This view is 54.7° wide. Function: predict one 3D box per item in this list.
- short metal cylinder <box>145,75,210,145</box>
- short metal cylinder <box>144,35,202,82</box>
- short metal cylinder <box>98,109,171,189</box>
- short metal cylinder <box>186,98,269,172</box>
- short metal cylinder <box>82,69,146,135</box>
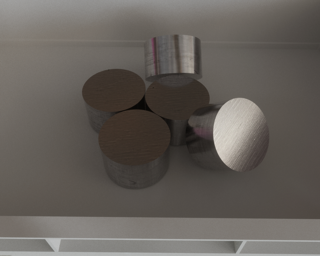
[{"bbox_3d":[0.022,-0.024,0.407,0.081,0.050,0.080,0,50,0],"label":"short metal cylinder"},{"bbox_3d":[0.019,-0.095,0.438,0.081,0.080,0.050,-2,89,-2],"label":"short metal cylinder"},{"bbox_3d":[-0.028,0.024,0.366,0.081,0.050,0.080,0,50,0],"label":"short metal cylinder"},{"bbox_3d":[0.077,0.009,0.354,0.081,0.050,0.080,3,85,-29],"label":"short metal cylinder"},{"bbox_3d":[-0.059,-0.034,0.414,0.081,0.050,0.080,0,50,0],"label":"short metal cylinder"}]
